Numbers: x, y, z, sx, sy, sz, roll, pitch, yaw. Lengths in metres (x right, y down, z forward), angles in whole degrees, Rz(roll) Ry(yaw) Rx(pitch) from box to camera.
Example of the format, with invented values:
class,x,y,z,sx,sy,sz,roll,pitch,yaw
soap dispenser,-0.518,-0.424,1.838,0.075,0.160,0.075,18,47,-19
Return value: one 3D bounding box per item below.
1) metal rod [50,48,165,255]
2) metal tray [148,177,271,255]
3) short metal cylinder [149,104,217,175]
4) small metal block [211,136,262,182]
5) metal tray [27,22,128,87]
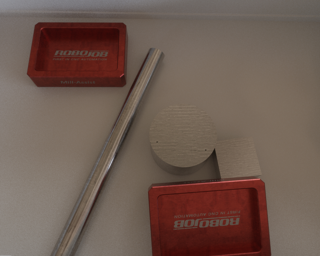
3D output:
class,x,y,z,sx,sy,sz,roll,pitch,yaw
metal rod,-0.060,0.023,0.400,0.025,0.025,0.300,20,71,7
metal tray,0.055,0.106,0.355,0.131,0.030,0.089,-4,87,-2
short metal cylinder,0.028,0.016,0.391,0.081,0.050,0.080,0,70,0
small metal block,0.096,0.041,0.396,0.050,0.025,0.050,-7,70,-3
metal tray,-0.114,-0.105,0.443,0.131,0.030,0.090,0,70,-1
